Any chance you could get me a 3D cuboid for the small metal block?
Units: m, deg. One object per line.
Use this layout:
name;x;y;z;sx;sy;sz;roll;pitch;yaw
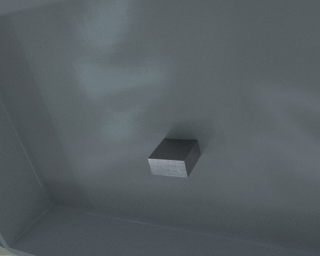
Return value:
small metal block;0.020;0.038;0.406;0.050;0.050;0.025;1;119;28
